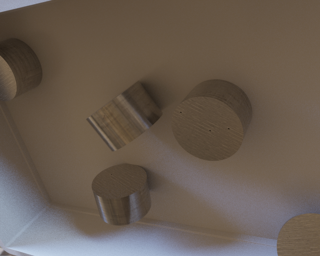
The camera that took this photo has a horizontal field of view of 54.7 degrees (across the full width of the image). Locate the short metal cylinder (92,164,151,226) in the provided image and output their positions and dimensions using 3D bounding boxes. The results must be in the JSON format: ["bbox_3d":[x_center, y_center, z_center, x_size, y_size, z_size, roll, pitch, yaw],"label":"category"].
[{"bbox_3d":[-0.056,0.097,0.461,0.080,0.080,0.050,6,121,24],"label":"short metal cylinder"}]

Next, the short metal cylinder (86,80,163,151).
[{"bbox_3d":[-0.044,-0.015,0.385,0.080,0.080,0.050,-29,103,37],"label":"short metal cylinder"}]

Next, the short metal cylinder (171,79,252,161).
[{"bbox_3d":[0.060,-0.009,0.354,0.080,0.050,0.079,13,124,20],"label":"short metal cylinder"}]

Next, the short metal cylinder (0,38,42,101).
[{"bbox_3d":[-0.223,-0.086,0.454,0.080,0.050,0.079,13,124,20],"label":"short metal cylinder"}]

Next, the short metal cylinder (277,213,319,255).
[{"bbox_3d":[0.178,0.140,0.358,0.080,0.050,0.080,-6,72,19],"label":"short metal cylinder"}]
